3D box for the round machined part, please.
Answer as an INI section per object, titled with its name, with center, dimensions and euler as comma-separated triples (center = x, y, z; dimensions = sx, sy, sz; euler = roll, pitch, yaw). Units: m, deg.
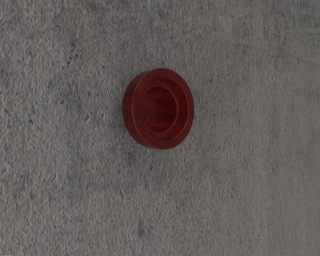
[round machined part]
center = -0.006, -0.023, 0.387
dimensions = 0.099, 0.042, 0.097
euler = 0, 90, -40
